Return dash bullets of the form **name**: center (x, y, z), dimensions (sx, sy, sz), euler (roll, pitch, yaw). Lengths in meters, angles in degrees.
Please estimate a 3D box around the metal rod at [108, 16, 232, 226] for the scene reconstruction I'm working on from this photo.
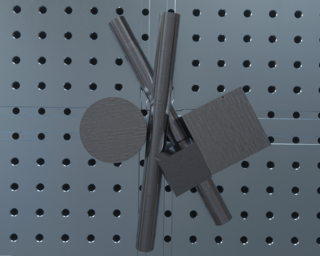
- **metal rod**: center (0.014, -0.009, 0.410), dimensions (0.025, 0.025, 0.299), euler (-28, 91, 0)

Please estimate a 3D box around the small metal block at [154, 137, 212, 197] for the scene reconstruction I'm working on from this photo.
- **small metal block**: center (0.028, 0.047, 0.378), dimensions (0.050, 0.025, 0.050), euler (-28, 105, -8)

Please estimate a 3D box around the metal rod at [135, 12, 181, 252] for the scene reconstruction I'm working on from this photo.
- **metal rod**: center (-0.004, 0.011, 0.390), dimensions (0.025, 0.025, 0.298), euler (6, 98, 0)

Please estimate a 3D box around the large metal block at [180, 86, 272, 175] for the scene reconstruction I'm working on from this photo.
- **large metal block**: center (0.080, 0.003, 0.397), dimensions (0.080, 0.050, 0.080), euler (-27, 90, 0)

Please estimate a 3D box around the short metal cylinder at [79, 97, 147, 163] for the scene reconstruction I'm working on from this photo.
- **short metal cylinder**: center (-0.057, 0.002, 0.397), dimensions (0.081, 0.050, 0.079), euler (0, 90, -1)
